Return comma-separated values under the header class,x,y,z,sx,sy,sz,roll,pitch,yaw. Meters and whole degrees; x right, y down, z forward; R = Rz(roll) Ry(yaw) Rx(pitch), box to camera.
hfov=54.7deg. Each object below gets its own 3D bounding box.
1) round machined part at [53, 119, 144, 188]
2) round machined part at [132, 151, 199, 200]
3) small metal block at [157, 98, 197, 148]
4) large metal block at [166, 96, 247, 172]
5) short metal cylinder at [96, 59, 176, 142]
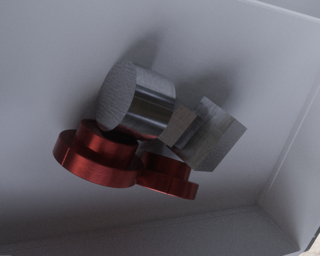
class,x,y,z,sx,sy,sz,roll,pitch,yaw
round machined part,-0.063,0.023,0.343,0.099,0.098,0.042,18,102,-36
round machined part,0.004,0.060,0.409,0.099,0.098,0.042,22,81,-37
small metal block,0.015,-0.010,0.393,0.025,0.050,0.050,36,99,-18
large metal block,0.066,0.012,0.418,0.080,0.050,0.080,-53,155,9
short metal cylinder,-0.028,-0.029,0.341,0.050,0.080,0.080,18,109,-36
